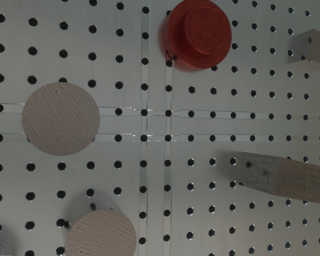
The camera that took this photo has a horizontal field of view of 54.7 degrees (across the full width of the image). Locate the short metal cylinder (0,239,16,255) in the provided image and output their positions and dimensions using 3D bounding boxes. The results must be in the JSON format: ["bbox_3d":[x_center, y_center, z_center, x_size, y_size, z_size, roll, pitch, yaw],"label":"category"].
[{"bbox_3d":[-0.197,0.162,0.327,0.081,0.050,0.080,0,90,-20],"label":"short metal cylinder"}]

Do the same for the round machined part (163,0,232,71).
[{"bbox_3d":[0.057,-0.130,0.424,0.099,0.042,0.097,0,90,-20],"label":"round machined part"}]

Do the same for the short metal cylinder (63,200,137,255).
[{"bbox_3d":[-0.074,0.131,0.372,0.081,0.050,0.080,0,90,-20],"label":"short metal cylinder"}]

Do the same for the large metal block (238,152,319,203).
[{"bbox_3d":[0.173,0.070,0.447,0.081,0.080,0.050,13,86,-20],"label":"large metal block"}]

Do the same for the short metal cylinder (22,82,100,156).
[{"bbox_3d":[-0.114,-0.010,0.357,0.081,0.050,0.080,0,90,-20],"label":"short metal cylinder"}]

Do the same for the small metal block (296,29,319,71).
[{"bbox_3d":[0.256,-0.127,0.507,0.050,0.025,0.050,14,85,-20],"label":"small metal block"}]
